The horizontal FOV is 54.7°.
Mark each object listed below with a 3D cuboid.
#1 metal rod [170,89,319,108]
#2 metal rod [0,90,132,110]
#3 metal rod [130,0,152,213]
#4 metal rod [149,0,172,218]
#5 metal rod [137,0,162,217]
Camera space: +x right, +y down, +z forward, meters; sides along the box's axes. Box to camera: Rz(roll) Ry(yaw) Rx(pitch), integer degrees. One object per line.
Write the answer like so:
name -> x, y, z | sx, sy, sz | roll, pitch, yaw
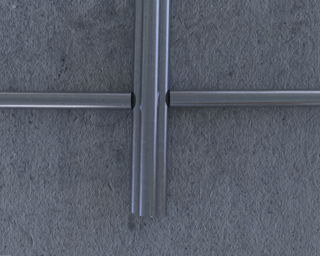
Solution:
metal rod -> 0.164, -0.040, 0.413 | 0.302, 0.025, 0.025 | 0, 90, -1
metal rod -> -0.188, -0.037, 0.408 | 0.302, 0.025, 0.025 | 0, 90, -1
metal rod -> -0.025, -0.039, 0.411 | 0.025, 0.025, 0.298 | 1, 90, -1
metal rod -> 0.000, -0.033, 0.412 | 0.025, 0.025, 0.298 | 1, 90, -1
metal rod -> -0.013, -0.040, 0.391 | 0.025, 0.025, 0.298 | 1, 90, -1
